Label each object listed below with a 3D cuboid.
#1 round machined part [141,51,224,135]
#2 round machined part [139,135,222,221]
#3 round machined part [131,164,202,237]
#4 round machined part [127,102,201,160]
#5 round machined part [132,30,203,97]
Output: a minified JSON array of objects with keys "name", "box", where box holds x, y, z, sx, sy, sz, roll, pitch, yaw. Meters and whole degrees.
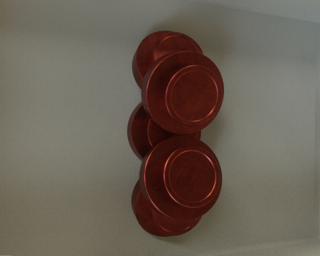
[{"name":"round machined part","box":[0.031,-0.039,0.357,0.099,0.042,0.097,-5,104,-19]},{"name":"round machined part","box":[0.029,0.056,0.356,0.099,0.042,0.098,4,77,-19]},{"name":"round machined part","box":[0.017,0.095,0.392,0.099,0.042,0.097,-6,107,-18]},{"name":"round machined part","box":[0.010,0.004,0.404,0.099,0.042,0.097,0,89,-20]},{"name":"round machined part","box":[0.017,-0.082,0.394,0.099,0.042,0.098,6,72,-19]}]
